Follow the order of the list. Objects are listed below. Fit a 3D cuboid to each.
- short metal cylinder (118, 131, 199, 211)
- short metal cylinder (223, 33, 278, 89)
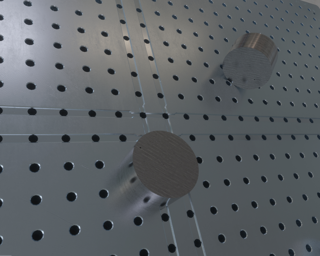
[{"bbox_3d":[-0.003,0.050,0.360,0.081,0.050,0.080,14,56,-21],"label":"short metal cylinder"},{"bbox_3d":[0.153,-0.113,0.523,0.080,0.080,0.050,37,51,-4],"label":"short metal cylinder"}]
